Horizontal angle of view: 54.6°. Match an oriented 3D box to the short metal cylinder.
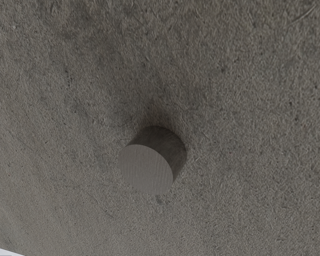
[{"bbox_3d":[-0.010,0.044,0.423,0.080,0.050,0.080,13,124,21],"label":"short metal cylinder"}]
